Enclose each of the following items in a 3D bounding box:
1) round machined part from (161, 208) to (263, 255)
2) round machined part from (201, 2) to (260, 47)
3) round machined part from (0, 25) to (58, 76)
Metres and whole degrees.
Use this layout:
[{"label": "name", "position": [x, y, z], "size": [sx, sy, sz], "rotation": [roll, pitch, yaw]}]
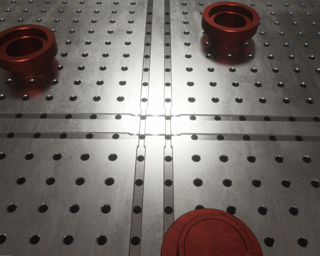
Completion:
[{"label": "round machined part", "position": [0.050, 0.122, 0.295], "size": [0.099, 0.042, 0.098], "rotation": [0, 50, 0]}, {"label": "round machined part", "position": [0.123, -0.181, 0.550], "size": [0.099, 0.042, 0.098], "rotation": [0, 50, 0]}, {"label": "round machined part", "position": [-0.213, -0.120, 0.495], "size": [0.099, 0.042, 0.098], "rotation": [0, 50, 0]}]
